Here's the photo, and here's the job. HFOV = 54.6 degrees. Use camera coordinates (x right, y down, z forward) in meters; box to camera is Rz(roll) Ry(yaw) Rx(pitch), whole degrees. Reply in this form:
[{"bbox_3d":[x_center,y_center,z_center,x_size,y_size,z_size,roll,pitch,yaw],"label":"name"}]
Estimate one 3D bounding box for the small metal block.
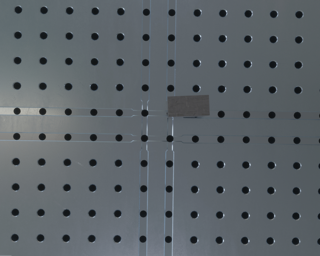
[{"bbox_3d":[0.035,-0.027,0.401,0.050,0.050,0.025,-2,90,0],"label":"small metal block"}]
